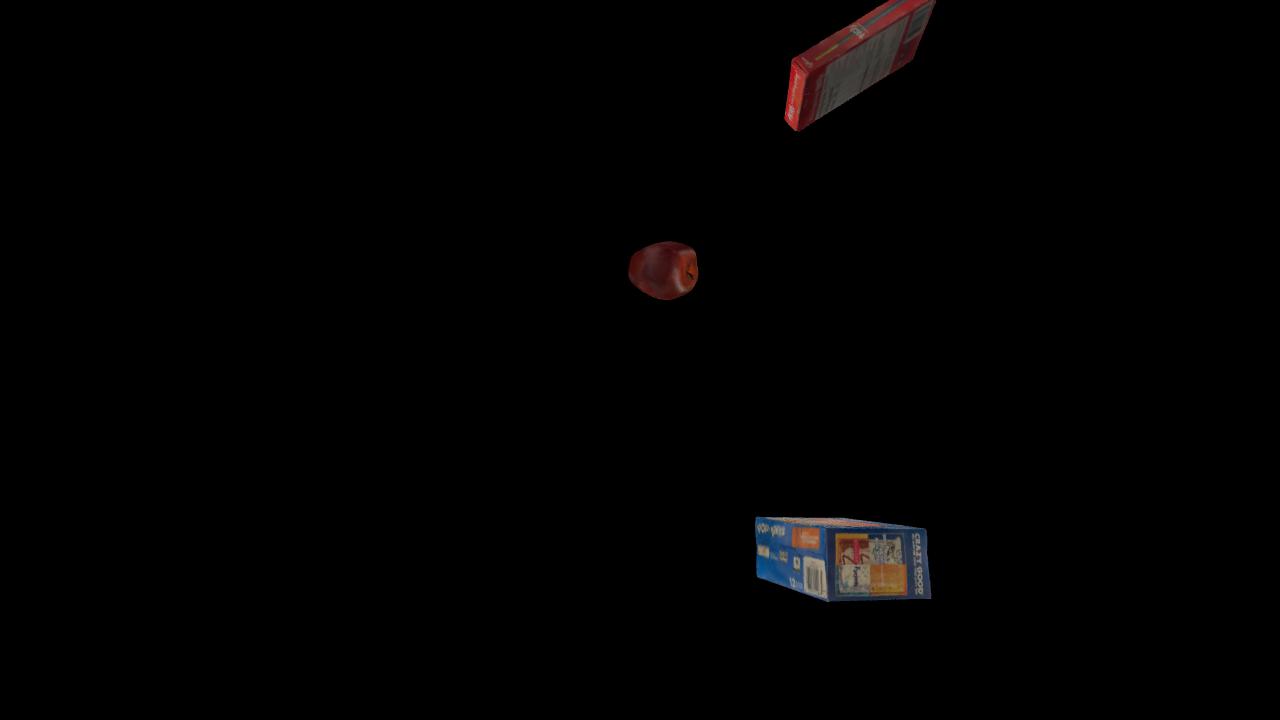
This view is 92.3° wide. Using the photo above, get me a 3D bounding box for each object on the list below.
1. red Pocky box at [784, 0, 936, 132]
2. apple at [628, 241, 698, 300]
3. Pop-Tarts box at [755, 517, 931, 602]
[{"bbox_3d":[0.216,-0.300,0.613,0.155,0.028,0.083,-33,-18,-5],"label":"red Pocky box"},{"bbox_3d":[0.030,-0.112,0.780,0.093,0.079,0.079,12,7,36],"label":"apple"},{"bbox_3d":[0.245,0.243,0.770,0.141,0.083,0.167,5,-10,-16],"label":"Pop-Tarts box"}]
